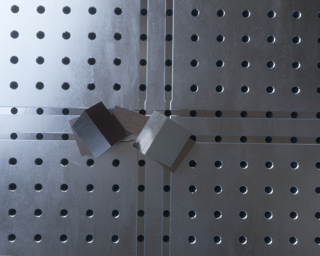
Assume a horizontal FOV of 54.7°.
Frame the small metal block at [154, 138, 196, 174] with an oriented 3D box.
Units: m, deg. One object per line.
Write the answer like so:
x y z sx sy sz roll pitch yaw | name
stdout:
0.012 0.024 0.414 0.050 0.025 0.050 36 90 -1 | small metal block

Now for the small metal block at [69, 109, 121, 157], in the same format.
-0.086 0.005 0.412 0.050 0.025 0.050 -19 90 -1 | small metal block

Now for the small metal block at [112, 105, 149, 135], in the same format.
-0.035 -0.008 0.400 0.050 0.050 0.025 19 90 -1 | small metal block

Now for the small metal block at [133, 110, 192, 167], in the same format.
0.004 0.014 0.374 0.050 0.025 0.050 32 89 -45 | small metal block

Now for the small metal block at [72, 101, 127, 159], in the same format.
-0.074 0.004 0.372 0.025 0.050 0.050 -37 91 -39 | small metal block
